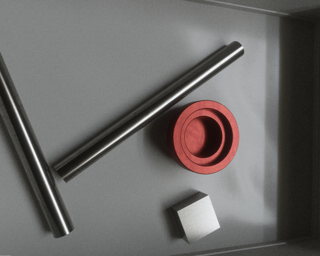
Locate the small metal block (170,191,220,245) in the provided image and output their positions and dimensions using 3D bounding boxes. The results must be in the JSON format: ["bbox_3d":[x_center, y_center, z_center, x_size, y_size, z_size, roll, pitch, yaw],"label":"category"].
[{"bbox_3d":[0.049,0.124,0.430,0.050,0.025,0.050,-23,98,-19],"label":"small metal block"}]

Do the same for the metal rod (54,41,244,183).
[{"bbox_3d":[-0.002,-0.030,0.410,0.301,0.025,0.025,-36,102,-17],"label":"metal rod"}]

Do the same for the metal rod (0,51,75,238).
[{"bbox_3d":[-0.165,-0.015,0.349,0.025,0.025,0.298,-23,98,-19],"label":"metal rod"}]

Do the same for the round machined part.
[{"bbox_3d":[0.055,0.012,0.423,0.099,0.042,0.097,0,90,-21],"label":"round machined part"}]
